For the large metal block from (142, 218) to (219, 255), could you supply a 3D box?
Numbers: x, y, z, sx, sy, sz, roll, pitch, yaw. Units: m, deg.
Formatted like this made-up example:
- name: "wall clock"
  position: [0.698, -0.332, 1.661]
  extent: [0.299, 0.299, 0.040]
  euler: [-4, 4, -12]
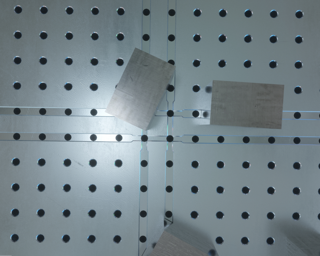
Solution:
- name: "large metal block"
  position: [0.020, 0.178, 0.401]
  extent: [0.080, 0.050, 0.080]
  euler: [29, 90, 0]

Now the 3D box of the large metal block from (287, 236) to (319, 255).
- name: "large metal block"
  position: [0.202, 0.190, 0.387]
  extent: [0.050, 0.080, 0.080]
  euler: [-2, 90, 0]

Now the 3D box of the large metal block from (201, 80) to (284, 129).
- name: "large metal block"
  position: [0.098, -0.026, 0.386]
  extent: [0.080, 0.080, 0.050]
  euler: [4, 90, 0]

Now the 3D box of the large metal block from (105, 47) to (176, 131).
- name: "large metal block"
  position: [-0.022, -0.044, 0.386]
  extent: [0.050, 0.080, 0.080]
  euler: [25, 90, 0]
